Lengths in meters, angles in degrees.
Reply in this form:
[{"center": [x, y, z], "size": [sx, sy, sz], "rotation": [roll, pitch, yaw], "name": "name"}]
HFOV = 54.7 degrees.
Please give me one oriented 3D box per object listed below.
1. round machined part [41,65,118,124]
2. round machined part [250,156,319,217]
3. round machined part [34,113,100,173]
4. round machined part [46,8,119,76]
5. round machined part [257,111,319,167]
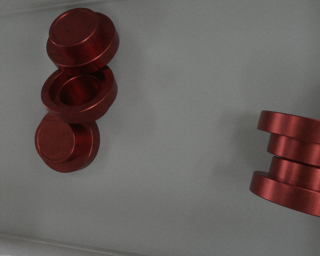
[{"center": [-0.105, -0.044, 0.422], "size": [0.098, 0.042, 0.098], "rotation": [-5, 53, 6], "name": "round machined part"}, {"center": [0.147, 0.057, 0.320], "size": [0.098, 0.098, 0.042], "rotation": [14, 91, 19], "name": "round machined part"}, {"center": [-0.141, 0.017, 0.451], "size": [0.098, 0.042, 0.097], "rotation": [0, 90, 20], "name": "round machined part"}, {"center": [-0.109, -0.123, 0.419], "size": [0.098, 0.042, 0.098], "rotation": [-5, 62, 10], "name": "round machined part"}, {"center": [0.150, 0.013, 0.319], "size": [0.098, 0.098, 0.042], "rotation": [14, 95, 19], "name": "round machined part"}]
